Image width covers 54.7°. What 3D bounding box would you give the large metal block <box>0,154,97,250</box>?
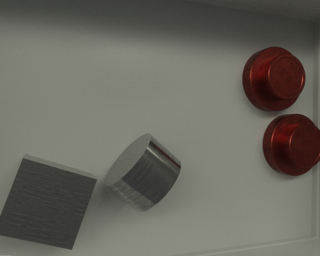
[{"bbox_3d":[-0.127,0.081,0.351,0.080,0.050,0.080,21,83,-19],"label":"large metal block"}]

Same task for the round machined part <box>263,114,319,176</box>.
[{"bbox_3d":[0.214,0.026,0.483,0.099,0.042,0.097,0,90,-21],"label":"round machined part"}]

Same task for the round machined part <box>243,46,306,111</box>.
[{"bbox_3d":[0.179,-0.075,0.469,0.099,0.042,0.097,0,90,-21],"label":"round machined part"}]

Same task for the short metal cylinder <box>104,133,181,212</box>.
[{"bbox_3d":[-0.021,0.053,0.375,0.050,0.080,0.080,43,76,-15],"label":"short metal cylinder"}]
